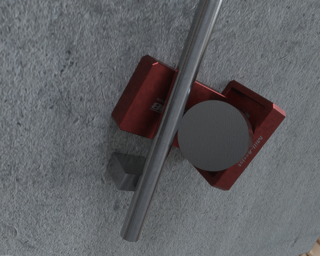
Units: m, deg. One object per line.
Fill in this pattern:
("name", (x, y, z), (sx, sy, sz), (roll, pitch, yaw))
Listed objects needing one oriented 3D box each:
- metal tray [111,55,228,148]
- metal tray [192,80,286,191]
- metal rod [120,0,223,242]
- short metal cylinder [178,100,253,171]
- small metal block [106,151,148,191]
("metal tray", (0.016, -0.026, 0.398), (0.131, 0.030, 0.090), (20, 108, -36))
("metal tray", (0.095, 0.008, 0.425), (0.030, 0.090, 0.129), (26, 104, -37))
("metal rod", (0.009, -0.001, 0.363), (0.025, 0.025, 0.298), (11, 104, -34))
("short metal cylinder", (0.067, 0.009, 0.369), (0.080, 0.080, 0.050), (-56, 161, 11))
("small metal block", (-0.037, 0.058, 0.409), (0.050, 0.050, 0.025), (13, 112, -34))
